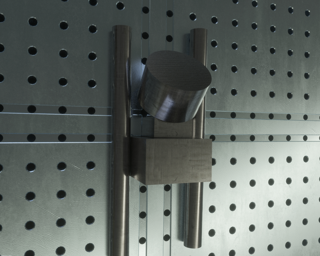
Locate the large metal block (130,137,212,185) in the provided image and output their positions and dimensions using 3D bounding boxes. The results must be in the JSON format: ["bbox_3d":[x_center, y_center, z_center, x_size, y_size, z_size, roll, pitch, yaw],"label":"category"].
[{"bbox_3d":[0.009,0.037,0.384,0.081,0.080,0.050,1,90,-20],"label":"large metal block"}]

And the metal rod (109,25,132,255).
[{"bbox_3d":[-0.050,0.022,0.394,0.025,0.025,0.298,1,90,-20],"label":"metal rod"}]

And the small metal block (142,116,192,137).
[{"bbox_3d":[0.008,-0.001,0.402,0.050,0.050,0.025,1,90,-21],"label":"small metal block"}]

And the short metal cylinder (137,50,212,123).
[{"bbox_3d":[0.017,-0.052,0.382,0.081,0.050,0.080,11,43,-10],"label":"short metal cylinder"}]

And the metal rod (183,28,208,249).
[{"bbox_3d":[0.050,0.013,0.431,0.025,0.025,0.298,2,89,-20],"label":"metal rod"}]
